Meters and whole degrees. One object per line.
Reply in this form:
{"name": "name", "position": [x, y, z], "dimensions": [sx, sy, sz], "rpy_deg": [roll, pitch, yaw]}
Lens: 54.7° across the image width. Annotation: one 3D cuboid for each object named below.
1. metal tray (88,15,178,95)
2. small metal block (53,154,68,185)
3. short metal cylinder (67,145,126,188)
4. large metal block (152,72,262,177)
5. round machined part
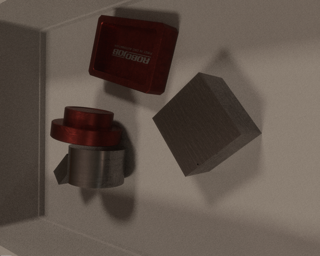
{"name": "metal tray", "position": [-0.043, -0.105, 0.436], "dimensions": [0.130, 0.030, 0.089], "rpy_deg": [22, 104, 37]}
{"name": "small metal block", "position": [-0.134, 0.064, 0.497], "dimensions": [0.050, 0.050, 0.025], "rpy_deg": [-46, 62, 32]}
{"name": "short metal cylinder", "position": [-0.090, 0.051, 0.443], "dimensions": [0.080, 0.081, 0.050], "rpy_deg": [7, 95, 39]}
{"name": "large metal block", "position": [0.050, -0.003, 0.348], "dimensions": [0.080, 0.050, 0.080], "rpy_deg": [-43, 64, 31]}
{"name": "round machined part", "position": [-0.102, -0.005, 0.441], "dimensions": [0.098, 0.099, 0.042], "rpy_deg": [15, 100, 39]}
